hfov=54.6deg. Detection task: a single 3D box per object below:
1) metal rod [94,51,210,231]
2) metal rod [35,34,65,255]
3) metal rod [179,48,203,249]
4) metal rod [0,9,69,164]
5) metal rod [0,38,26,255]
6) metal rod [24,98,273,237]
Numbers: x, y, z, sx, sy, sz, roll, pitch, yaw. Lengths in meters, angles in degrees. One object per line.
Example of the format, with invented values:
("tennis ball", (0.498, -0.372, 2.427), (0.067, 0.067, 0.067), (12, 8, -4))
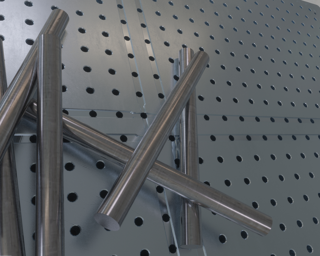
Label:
("metal rod", (0.009, -0.013, 0.372), (0.025, 0.025, 0.301), (35, 46, -5))
("metal rod", (-0.107, 0.041, 0.300), (0.025, 0.025, 0.299), (3, 68, -27))
("metal rod", (0.039, 0.005, 0.425), (0.025, 0.025, 0.300), (15, 56, -20))
("metal rod", (-0.146, -0.040, 0.328), (0.025, 0.025, 0.300), (20, 46, -17))
("metal rod", (-0.156, 0.030, 0.305), (0.025, 0.025, 0.299), (-4, 64, -30))
("metal rod", (-0.012, 0.045, 0.350), (0.301, 0.025, 0.025), (27, 52, -3))
